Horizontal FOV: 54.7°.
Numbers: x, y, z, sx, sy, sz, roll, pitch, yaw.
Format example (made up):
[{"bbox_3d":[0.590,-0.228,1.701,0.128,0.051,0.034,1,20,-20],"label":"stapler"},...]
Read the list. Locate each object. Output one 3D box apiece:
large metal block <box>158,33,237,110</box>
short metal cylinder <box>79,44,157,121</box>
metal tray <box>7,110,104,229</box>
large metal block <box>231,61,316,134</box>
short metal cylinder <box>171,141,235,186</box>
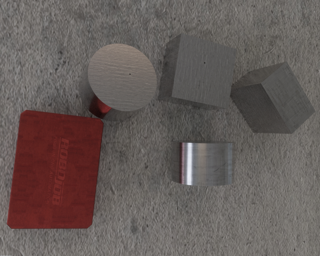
[{"bbox_3d":[0.049,-0.071,0.414,0.081,0.050,0.080,10,87,-20],"label":"large metal block"},{"bbox_3d":[-0.051,-0.052,0.368,0.081,0.050,0.080,6,75,-24],"label":"short metal cylinder"},{"bbox_3d":[-0.120,0.049,0.362,0.091,0.030,0.129,7,88,-20],"label":"metal tray"},{"bbox_3d":[0.153,-0.039,0.437,0.050,0.080,0.080,-39,103,-16],"label":"large metal block"},{"bbox_3d":[0.055,0.043,0.401,0.081,0.080,0.050,1,90,-20],"label":"short metal cylinder"}]
